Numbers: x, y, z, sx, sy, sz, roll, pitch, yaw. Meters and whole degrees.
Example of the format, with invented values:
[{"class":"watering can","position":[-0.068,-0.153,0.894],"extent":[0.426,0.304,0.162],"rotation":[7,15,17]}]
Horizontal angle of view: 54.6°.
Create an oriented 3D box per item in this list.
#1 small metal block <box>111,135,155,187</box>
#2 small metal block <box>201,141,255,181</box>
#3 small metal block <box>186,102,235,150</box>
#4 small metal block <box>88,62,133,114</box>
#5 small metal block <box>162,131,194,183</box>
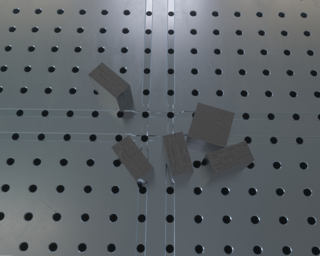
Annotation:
[{"class":"small metal block","position":[-0.032,0.043,0.383],"extent":[0.025,0.050,0.050],"rotation":[-35,74,-12]},{"class":"small metal block","position":[0.082,0.042,0.384],"extent":[0.050,0.050,0.025],"rotation":[-17,71,-6]},{"class":"small metal block","position":[0.067,0.000,0.412],"extent":[0.050,0.025,0.050],"rotation":[17,71,6]},{"class":"small metal block","position":[-0.065,-0.053,0.418],"extent":[0.050,0.050,0.025],"rotation":[40,75,13]},{"class":"small metal block","position":[0.021,0.038,0.385],"extent":[0.025,0.050,0.050],"rotation":[-13,71,-5]}]
